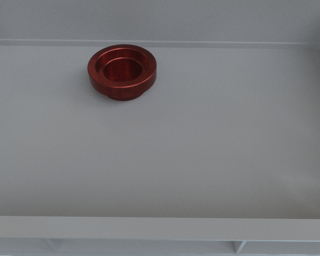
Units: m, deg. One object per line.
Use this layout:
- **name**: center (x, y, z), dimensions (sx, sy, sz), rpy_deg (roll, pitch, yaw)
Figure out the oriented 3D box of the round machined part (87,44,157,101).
- **round machined part**: center (-0.054, -0.078, 0.459), dimensions (0.099, 0.042, 0.098), rpy_deg (0, 50, 0)
